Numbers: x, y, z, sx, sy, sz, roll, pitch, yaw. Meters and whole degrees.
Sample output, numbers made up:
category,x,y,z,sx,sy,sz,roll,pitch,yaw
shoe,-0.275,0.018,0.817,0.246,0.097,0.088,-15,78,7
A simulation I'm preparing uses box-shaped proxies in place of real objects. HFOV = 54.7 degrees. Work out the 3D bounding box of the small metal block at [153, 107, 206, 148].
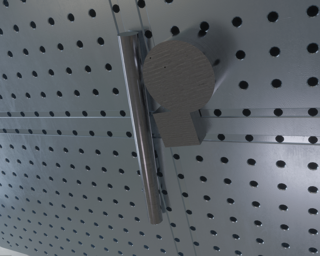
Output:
category,x,y,z,sx,sy,sz,roll,pitch,yaw
small metal block,0.025,-0.004,0.395,0.050,0.025,0.050,-7,115,31

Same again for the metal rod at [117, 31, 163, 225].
category,x,y,z,sx,sy,sz,roll,pitch,yaw
metal rod,-0.022,0.019,0.434,0.025,0.025,0.298,8,122,24

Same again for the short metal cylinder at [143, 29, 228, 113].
category,x,y,z,sx,sy,sz,roll,pitch,yaw
short metal cylinder,0.028,-0.063,0.341,0.080,0.050,0.079,13,124,21
